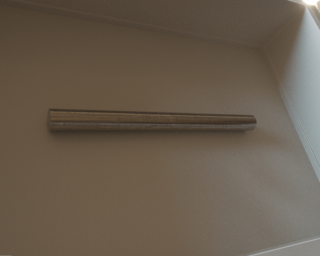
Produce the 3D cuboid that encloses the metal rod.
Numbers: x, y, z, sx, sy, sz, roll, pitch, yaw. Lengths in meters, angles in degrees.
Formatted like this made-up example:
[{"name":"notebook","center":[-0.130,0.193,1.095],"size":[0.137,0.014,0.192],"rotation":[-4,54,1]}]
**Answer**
[{"name":"metal rod","center":[0.010,-0.009,0.415],"size":[0.303,0.025,0.025],"rotation":[0,62,-28]}]
